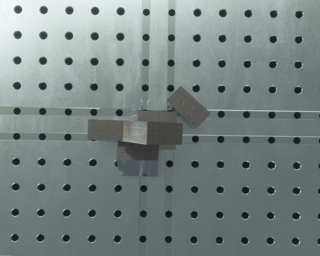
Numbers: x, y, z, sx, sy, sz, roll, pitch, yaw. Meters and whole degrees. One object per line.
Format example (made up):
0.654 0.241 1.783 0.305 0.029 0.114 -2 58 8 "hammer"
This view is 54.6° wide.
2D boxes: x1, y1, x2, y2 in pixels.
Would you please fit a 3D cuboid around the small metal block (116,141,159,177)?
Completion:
-0.027 0.041 0.398 0.050 0.050 0.025 1 59 0 "small metal block"

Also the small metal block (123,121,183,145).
-0.009 0.005 0.366 0.050 0.050 0.025 2 91 -37 "small metal block"

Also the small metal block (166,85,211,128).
0.035 -0.026 0.401 0.050 0.050 0.025 43 90 0 "small metal block"

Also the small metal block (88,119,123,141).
-0.062 0.002 0.400 0.050 0.050 0.025 2 91 1 "small metal block"

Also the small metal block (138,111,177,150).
-0.004 0.003 0.413 0.050 0.025 0.050 2 90 -1 "small metal block"
